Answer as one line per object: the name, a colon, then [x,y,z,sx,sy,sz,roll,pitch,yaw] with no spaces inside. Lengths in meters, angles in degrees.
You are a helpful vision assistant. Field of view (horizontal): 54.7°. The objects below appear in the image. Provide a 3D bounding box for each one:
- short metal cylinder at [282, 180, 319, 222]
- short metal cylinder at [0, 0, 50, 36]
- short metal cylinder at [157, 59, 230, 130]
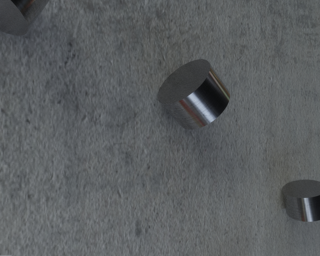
short metal cylinder: [0.290,0.143,0.617,0.081,0.080,0.050,-23,105,-38]
short metal cylinder: [-0.135,-0.124,0.257,0.080,0.080,0.050,37,67,-34]
short metal cylinder: [0.044,-0.044,0.408,0.050,0.080,0.080,47,62,-30]
